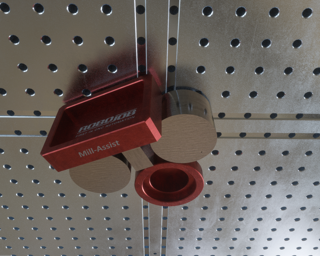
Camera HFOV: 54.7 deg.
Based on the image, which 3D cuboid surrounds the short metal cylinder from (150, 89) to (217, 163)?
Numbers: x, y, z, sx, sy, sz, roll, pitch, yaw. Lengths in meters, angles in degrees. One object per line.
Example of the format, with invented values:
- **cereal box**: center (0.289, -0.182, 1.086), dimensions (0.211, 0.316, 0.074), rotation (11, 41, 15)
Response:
- **short metal cylinder**: center (0.028, -0.001, 0.389), dimensions (0.081, 0.050, 0.079), rotation (0, 130, 0)

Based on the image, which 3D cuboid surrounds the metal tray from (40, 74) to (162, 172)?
- **metal tray**: center (-0.064, -0.007, 0.356), dimensions (0.130, 0.090, 0.030), rotation (-18, 128, 15)

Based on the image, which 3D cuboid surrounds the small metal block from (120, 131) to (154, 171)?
- **small metal block**: center (-0.030, 0.019, 0.406), dimensions (0.025, 0.050, 0.050), rotation (-20, 128, 16)

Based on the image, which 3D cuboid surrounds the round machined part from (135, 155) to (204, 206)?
- **round machined part**: center (0.013, 0.069, 0.454), dimensions (0.099, 0.042, 0.097), rotation (0, 130, 0)

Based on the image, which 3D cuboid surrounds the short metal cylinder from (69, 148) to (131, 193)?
- **short metal cylinder**: center (-0.079, 0.045, 0.428), dimensions (0.081, 0.050, 0.079), rotation (0, 130, 0)
